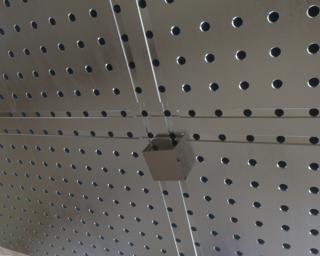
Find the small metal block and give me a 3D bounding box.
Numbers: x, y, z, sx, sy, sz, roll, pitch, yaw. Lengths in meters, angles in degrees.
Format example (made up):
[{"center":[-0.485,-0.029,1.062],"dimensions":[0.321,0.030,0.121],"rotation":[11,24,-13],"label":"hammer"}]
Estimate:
[{"center":[0.010,0.047,0.435],"dimensions":[0.050,0.025,0.050],"rotation":[-7,115,31],"label":"small metal block"}]
